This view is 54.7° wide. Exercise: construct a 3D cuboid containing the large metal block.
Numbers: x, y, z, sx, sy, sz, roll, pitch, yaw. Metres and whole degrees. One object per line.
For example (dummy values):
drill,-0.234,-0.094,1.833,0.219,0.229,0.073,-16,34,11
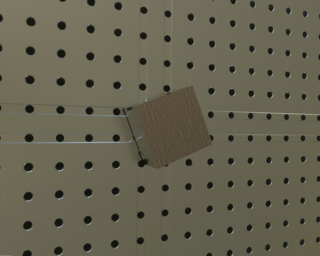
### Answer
large metal block,0.010,-0.002,0.401,0.081,0.050,0.080,-22,98,-19
